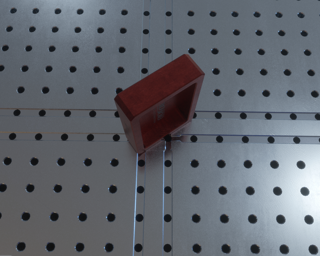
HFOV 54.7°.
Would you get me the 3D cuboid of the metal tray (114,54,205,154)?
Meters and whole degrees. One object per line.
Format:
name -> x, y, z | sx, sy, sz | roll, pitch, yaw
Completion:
metal tray -> 0.000, -0.021, 0.363 | 0.090, 0.130, 0.030 | -33, 74, -12
